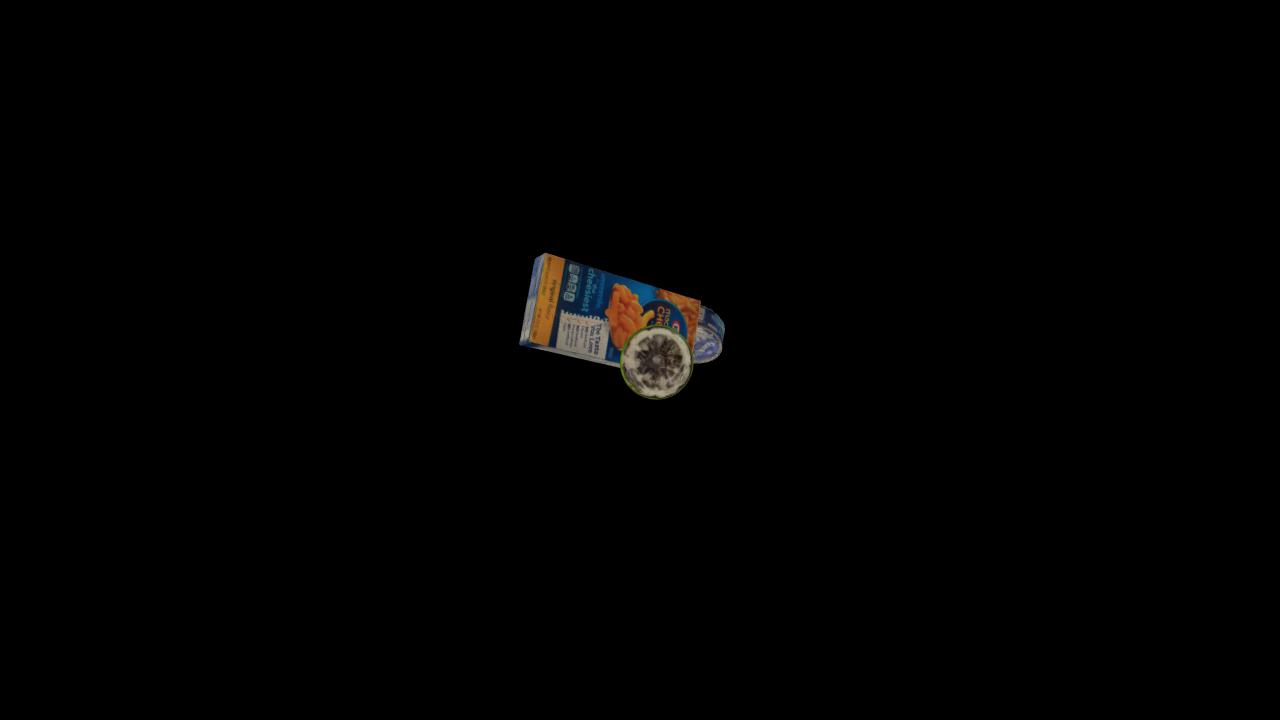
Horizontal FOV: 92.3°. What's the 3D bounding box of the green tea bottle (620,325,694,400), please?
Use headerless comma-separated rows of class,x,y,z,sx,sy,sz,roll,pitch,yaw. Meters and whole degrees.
green tea bottle,0.016,-0.003,0.662,0.073,0.073,0.212,0,3,-1

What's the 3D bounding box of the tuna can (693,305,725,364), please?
tuna can,0.063,-0.032,0.765,0.084,0.034,0.084,10,-33,7

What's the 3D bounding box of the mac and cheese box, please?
mac and cheese box,-0.027,-0.040,0.644,0.184,0.093,0.041,13,-10,-26
